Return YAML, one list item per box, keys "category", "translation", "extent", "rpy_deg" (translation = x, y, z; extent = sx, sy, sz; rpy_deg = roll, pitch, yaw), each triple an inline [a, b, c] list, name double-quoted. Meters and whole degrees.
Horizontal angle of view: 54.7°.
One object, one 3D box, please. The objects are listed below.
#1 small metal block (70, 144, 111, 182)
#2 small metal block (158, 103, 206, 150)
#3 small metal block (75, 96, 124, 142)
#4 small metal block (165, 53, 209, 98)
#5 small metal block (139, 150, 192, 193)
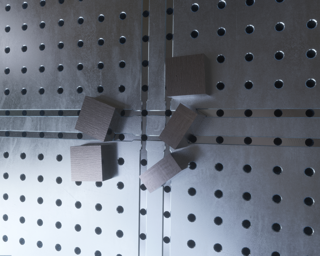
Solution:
- category: "small metal block"
  translation: [-0.100, 0.050, 0.446]
  extent: [0.050, 0.025, 0.050]
  rpy_deg: [-3, 89, 19]
- category: "small metal block"
  translation: [0.029, -0.002, 0.388]
  extent: [0.025, 0.050, 0.050]
  rpy_deg: [35, 101, 16]
- category: "small metal block"
  translation: [-0.087, -0.013, 0.442]
  extent: [0.050, 0.025, 0.050]
  rpy_deg: [22, 97, 18]
- category: "small metal block"
  translation: [0.035, -0.066, 0.400]
  extent: [0.050, 0.025, 0.050]
  rpy_deg: [-2, 89, 19]
- category: "small metal block"
  translation: [0.008, 0.055, 0.396]
  extent: [0.050, 0.050, 0.025]
  rpy_deg: [-38, 78, 16]
